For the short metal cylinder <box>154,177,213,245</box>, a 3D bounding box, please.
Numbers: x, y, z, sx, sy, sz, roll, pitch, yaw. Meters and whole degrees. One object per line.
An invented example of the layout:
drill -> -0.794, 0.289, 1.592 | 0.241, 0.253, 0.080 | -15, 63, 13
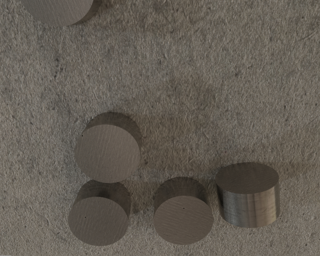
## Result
short metal cylinder -> 0.032, 0.117, 0.440 | 0.081, 0.050, 0.079 | 0, 110, 0

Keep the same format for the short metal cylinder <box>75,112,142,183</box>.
short metal cylinder -> -0.065, 0.024, 0.405 | 0.081, 0.050, 0.079 | 0, 110, 0

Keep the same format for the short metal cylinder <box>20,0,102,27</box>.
short metal cylinder -> -0.107, -0.154, 0.339 | 0.081, 0.050, 0.079 | 0, 110, 0

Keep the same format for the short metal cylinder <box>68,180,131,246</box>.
short metal cylinder -> -0.083, 0.118, 0.439 | 0.081, 0.050, 0.079 | 0, 110, 0

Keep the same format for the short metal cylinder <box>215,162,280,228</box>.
short metal cylinder -> 0.117, 0.087, 0.413 | 0.080, 0.080, 0.050 | -9, 110, 3
